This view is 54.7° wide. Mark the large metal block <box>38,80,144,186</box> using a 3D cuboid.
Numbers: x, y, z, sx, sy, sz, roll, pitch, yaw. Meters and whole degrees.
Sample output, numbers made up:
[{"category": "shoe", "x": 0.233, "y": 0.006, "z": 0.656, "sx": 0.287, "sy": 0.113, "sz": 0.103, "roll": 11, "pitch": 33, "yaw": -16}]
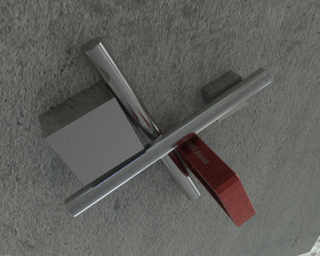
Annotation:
[{"category": "large metal block", "x": -0.076, "y": 0.005, "z": 0.353, "sx": 0.080, "sy": 0.050, "sz": 0.080, "roll": -32, "pitch": 129, "yaw": -8}]

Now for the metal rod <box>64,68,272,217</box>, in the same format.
[{"category": "metal rod", "x": 0.015, "y": 0.014, "z": 0.394, "sx": 0.301, "sy": 0.025, "sz": 0.025, "roll": -34, "pitch": 129, "yaw": -6}]

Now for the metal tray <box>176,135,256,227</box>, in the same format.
[{"category": "metal tray", "x": 0.066, "y": 0.059, "z": 0.414, "sx": 0.030, "sy": 0.130, "sz": 0.090, "roll": -36, "pitch": 129, "yaw": -4}]

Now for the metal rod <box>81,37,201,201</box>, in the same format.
[{"category": "metal rod", "x": -0.008, "y": 0.011, "z": 0.413, "sx": 0.025, "sy": 0.025, "sz": 0.299, "roll": -36, "pitch": 130, "yaw": -4}]

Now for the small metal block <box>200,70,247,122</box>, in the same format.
[{"category": "small metal block", "x": 0.090, "y": -0.044, "z": 0.432, "sx": 0.050, "sy": 0.025, "sz": 0.050, "roll": -31, "pitch": 129, "yaw": -9}]
